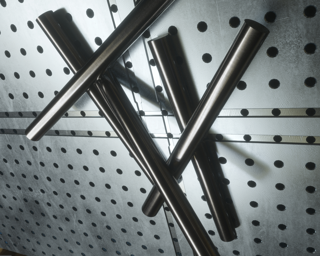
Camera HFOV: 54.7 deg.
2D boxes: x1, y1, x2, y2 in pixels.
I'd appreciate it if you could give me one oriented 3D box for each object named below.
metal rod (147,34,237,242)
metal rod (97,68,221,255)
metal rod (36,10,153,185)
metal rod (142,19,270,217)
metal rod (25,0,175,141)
[{"bbox_3d":[0.049,0.028,0.401,0.025,0.025,0.298,-8,115,31],"label":"metal rod"},{"bbox_3d":[0.000,0.055,0.379,0.025,0.025,0.299,-39,76,38],"label":"metal rod"},{"bbox_3d":[-0.068,-0.023,0.430,0.025,0.025,0.299,-24,106,36],"label":"metal rod"},{"bbox_3d":[0.036,0.015,0.367,0.025,0.025,0.298,31,128,7],"label":"metal rod"},{"bbox_3d":[-0.084,-0.071,0.382,0.299,0.025,0.025,-38,97,30],"label":"metal rod"}]
